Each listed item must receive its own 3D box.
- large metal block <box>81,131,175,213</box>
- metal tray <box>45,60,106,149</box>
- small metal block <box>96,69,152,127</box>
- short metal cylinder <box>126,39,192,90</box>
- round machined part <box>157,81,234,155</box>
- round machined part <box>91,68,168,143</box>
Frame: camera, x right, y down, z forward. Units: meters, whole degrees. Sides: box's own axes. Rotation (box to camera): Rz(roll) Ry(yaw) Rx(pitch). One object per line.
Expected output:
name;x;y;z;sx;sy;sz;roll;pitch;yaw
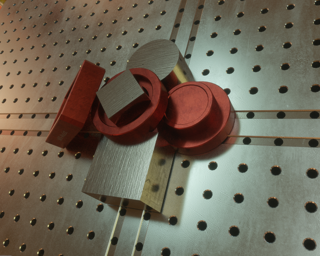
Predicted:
large metal block;-0.036;0.051;0.376;0.080;0.050;0.080;1;62;28
metal tray;-0.123;-0.029;0.441;0.129;0.030;0.090;-31;39;58
small metal block;-0.043;-0.036;0.374;0.050;0.025;0.050;-36;51;4
short metal cylinder;-0.001;-0.078;0.440;0.080;0.050;0.080;-13;56;21
round machined part;0.039;-0.019;0.387;0.098;0.042;0.098;-13;56;21
round machined part;-0.034;-0.025;0.393;0.098;0.042;0.098;-13;56;21
